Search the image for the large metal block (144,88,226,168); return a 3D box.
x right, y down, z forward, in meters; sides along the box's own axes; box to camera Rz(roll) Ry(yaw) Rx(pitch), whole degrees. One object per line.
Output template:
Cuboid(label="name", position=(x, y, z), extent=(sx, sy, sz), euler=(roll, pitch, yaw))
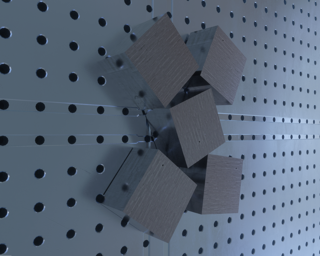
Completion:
Cuboid(label="large metal block", position=(0.036, -0.002, 0.421), extent=(0.081, 0.050, 0.080), euler=(-28, 108, -36))

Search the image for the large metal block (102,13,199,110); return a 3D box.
Cuboid(label="large metal block", position=(-0.009, -0.080, 0.384), extent=(0.080, 0.050, 0.080), euler=(-51, 120, -27))

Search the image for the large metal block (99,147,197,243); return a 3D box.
Cuboid(label="large metal block", position=(-0.012, 0.080, 0.380), extent=(0.080, 0.050, 0.080), euler=(45, 63, -30))

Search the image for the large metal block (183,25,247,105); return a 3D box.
Cuboid(label="large metal block", position=(0.075, -0.087, 0.453), extent=(0.080, 0.050, 0.080), euler=(33, 70, -38))

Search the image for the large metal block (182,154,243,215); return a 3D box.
Cuboid(label="large metal block", position=(0.073, 0.080, 0.453), extent=(0.081, 0.050, 0.080), euler=(12, 83, -40))
